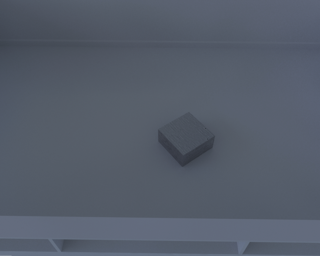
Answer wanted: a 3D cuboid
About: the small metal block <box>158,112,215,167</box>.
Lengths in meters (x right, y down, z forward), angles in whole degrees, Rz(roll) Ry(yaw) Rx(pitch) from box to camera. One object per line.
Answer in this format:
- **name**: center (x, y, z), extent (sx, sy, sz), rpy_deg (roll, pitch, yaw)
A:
- **small metal block**: center (0.033, 0.013, 0.394), extent (0.050, 0.025, 0.050), rpy_deg (-29, 56, -23)
